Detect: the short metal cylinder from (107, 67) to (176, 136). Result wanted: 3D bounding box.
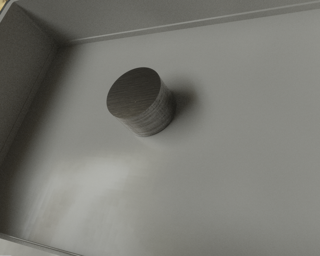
[{"bbox_3d":[-0.025,-0.035,0.423,0.080,0.050,0.080,-13,56,21],"label":"short metal cylinder"}]
